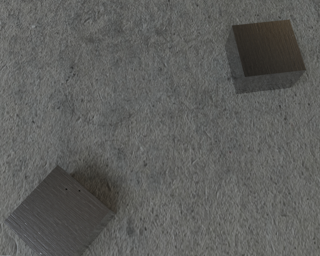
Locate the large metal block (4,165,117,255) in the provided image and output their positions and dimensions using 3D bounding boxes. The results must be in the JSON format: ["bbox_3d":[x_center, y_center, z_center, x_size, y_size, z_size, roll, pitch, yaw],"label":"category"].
[{"bbox_3d":[-0.110,0.103,0.356,0.080,0.050,0.080,37,74,12],"label":"large metal block"}]

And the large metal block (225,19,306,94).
[{"bbox_3d":[0.143,-0.098,0.432,0.081,0.050,0.080,-7,70,-3],"label":"large metal block"}]
